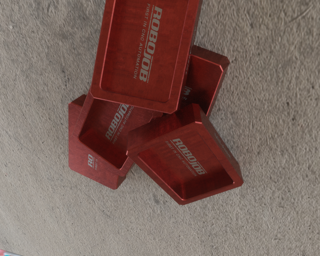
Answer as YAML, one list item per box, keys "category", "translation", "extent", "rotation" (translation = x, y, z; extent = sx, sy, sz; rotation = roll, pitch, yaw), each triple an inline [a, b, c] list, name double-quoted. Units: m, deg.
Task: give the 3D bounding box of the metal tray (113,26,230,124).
- category: "metal tray"
  translation: [0.004, -0.060, 0.365]
  extent: [0.130, 0.030, 0.089]
  rotation: [24, 127, 13]

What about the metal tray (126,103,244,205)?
- category: "metal tray"
  translation: [0.033, 0.038, 0.366]
  extent: [0.090, 0.030, 0.130]
  rotation: [-24, 131, 19]

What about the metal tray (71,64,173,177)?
- category: "metal tray"
  translation: [-0.052, -0.007, 0.388]
  extent: [0.090, 0.030, 0.129]
  rotation: [36, 129, 4]

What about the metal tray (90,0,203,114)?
- category: "metal tray"
  translation: [-0.013, -0.086, 0.313]
  extent: [0.090, 0.030, 0.129]
  rotation: [12, 96, 9]

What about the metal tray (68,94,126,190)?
- category: "metal tray"
  translation: [-0.091, 0.024, 0.465]
  extent: [0.090, 0.030, 0.129]
  rotation: [22, 127, 14]
